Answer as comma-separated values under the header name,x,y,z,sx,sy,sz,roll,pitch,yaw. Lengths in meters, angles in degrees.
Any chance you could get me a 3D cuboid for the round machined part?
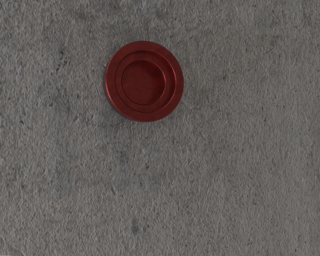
name,x,y,z,sx,sy,sz,roll,pitch,yaw
round machined part,-0.023,-0.056,0.391,0.099,0.042,0.097,0,90,-20
